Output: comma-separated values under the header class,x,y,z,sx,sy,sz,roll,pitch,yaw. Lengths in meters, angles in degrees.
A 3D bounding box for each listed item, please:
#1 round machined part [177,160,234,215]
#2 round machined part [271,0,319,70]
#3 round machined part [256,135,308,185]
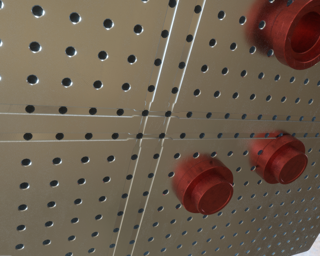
class,x,y,z,sx,sy,sz,roll,pitch,yaw
round machined part,0.081,0.104,0.512,0.099,0.042,0.097,-14,125,-21
round machined part,0.194,-0.133,0.427,0.099,0.042,0.097,-14,125,-21
round machined part,0.230,0.065,0.569,0.099,0.042,0.097,-14,124,-21
